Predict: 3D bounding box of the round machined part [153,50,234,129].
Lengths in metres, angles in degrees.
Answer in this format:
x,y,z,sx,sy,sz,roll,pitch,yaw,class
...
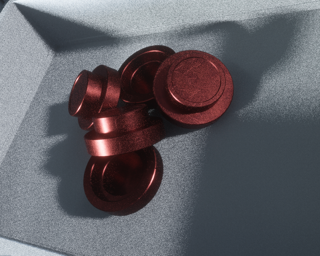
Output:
x,y,z,sx,sy,sz,roll,pitch,yaw,class
0.041,-0.051,0.374,0.099,0.042,0.098,1,76,-3,round machined part

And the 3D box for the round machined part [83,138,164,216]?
x,y,z,sx,sy,sz,roll,pitch,yaw,class
-0.040,0.059,0.377,0.098,0.042,0.098,-13,56,21,round machined part

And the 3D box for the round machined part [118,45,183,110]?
x,y,z,sx,sy,sz,roll,pitch,yaw,class
-0.011,-0.066,0.438,0.098,0.042,0.098,-13,56,21,round machined part

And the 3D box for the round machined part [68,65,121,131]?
x,y,z,sx,sy,sz,roll,pitch,yaw,class
-0.099,-0.045,0.444,0.098,0.042,0.098,-29,53,48,round machined part

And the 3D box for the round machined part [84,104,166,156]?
x,y,z,sx,sy,sz,roll,pitch,yaw,class
-0.045,-0.002,0.381,0.098,0.098,0.042,-6,103,25,round machined part
